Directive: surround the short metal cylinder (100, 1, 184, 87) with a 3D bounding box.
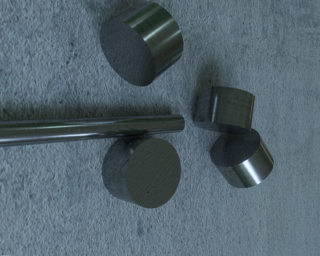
[{"bbox_3d":[-0.021,-0.094,0.351,0.050,0.080,0.080,-45,117,-31],"label":"short metal cylinder"}]

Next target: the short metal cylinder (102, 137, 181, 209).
[{"bbox_3d":[-0.021,0.051,0.371,0.081,0.050,0.079,0,90,-40],"label":"short metal cylinder"}]

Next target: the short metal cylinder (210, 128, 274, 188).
[{"bbox_3d":[0.125,0.045,0.474,0.050,0.080,0.080,52,60,-28],"label":"short metal cylinder"}]

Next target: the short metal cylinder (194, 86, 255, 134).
[{"bbox_3d":[0.093,-0.024,0.447,0.081,0.080,0.050,17,79,-39],"label":"short metal cylinder"}]

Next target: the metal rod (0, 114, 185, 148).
[{"bbox_3d":[-0.090,0.002,0.328,0.302,0.025,0.025,-4,93,-40],"label":"metal rod"}]
